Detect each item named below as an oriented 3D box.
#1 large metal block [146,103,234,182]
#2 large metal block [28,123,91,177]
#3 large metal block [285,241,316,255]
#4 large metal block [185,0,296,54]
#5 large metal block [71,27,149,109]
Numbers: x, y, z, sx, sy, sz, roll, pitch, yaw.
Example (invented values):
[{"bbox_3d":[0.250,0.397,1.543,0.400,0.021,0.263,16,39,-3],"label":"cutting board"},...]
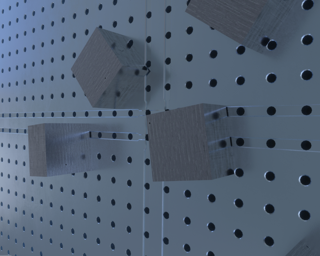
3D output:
[{"bbox_3d":[0.034,0.019,0.363,0.080,0.050,0.080,-10,84,39],"label":"large metal block"},{"bbox_3d":[-0.162,0.034,0.504,0.050,0.081,0.080,-6,86,39],"label":"large metal block"},{"bbox_3d":[0.127,0.157,0.268,0.080,0.081,0.050,45,117,30],"label":"large metal block"},{"bbox_3d":[0.086,-0.136,0.321,0.080,0.050,0.080,43,116,31],"label":"large metal block"},{"bbox_3d":[-0.076,-0.085,0.453,0.080,0.050,0.080,-48,62,29],"label":"large metal block"}]
